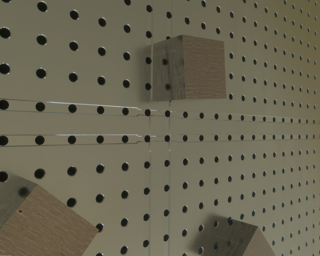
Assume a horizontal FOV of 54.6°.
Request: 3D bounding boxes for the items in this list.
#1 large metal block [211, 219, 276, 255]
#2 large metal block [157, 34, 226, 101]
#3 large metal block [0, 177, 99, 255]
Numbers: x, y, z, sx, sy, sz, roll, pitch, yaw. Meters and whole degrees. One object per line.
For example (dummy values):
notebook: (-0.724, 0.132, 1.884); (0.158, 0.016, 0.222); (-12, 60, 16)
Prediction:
large metal block: (0.136, 0.211, 0.506); (0.080, 0.050, 0.080); (-48, 119, -29)
large metal block: (0.045, -0.079, 0.429); (0.081, 0.050, 0.080); (-5, 94, -40)
large metal block: (-0.120, 0.105, 0.292); (0.080, 0.050, 0.080); (49, 61, -29)
